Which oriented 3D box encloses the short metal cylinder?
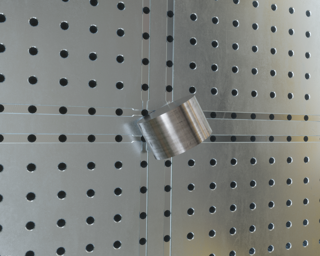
[{"bbox_3d":[0.018,-0.002,0.389,0.080,0.080,0.050,-30,99,-18],"label":"short metal cylinder"}]
